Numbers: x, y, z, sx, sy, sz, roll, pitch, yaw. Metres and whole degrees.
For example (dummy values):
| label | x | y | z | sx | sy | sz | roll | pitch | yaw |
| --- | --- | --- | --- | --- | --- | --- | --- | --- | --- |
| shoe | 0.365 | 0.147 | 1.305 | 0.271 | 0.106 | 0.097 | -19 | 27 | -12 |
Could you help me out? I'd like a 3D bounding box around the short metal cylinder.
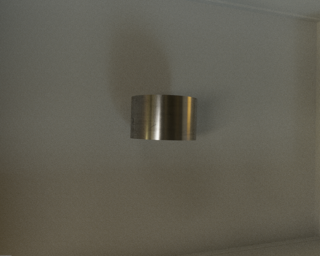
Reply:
| label | x | y | z | sx | sy | sz | roll | pitch | yaw |
| --- | --- | --- | --- | --- | --- | --- | --- | --- | --- |
| short metal cylinder | 0.005 | -0.011 | 0.380 | 0.081 | 0.080 | 0.050 | 2 | 90 | -20 |
